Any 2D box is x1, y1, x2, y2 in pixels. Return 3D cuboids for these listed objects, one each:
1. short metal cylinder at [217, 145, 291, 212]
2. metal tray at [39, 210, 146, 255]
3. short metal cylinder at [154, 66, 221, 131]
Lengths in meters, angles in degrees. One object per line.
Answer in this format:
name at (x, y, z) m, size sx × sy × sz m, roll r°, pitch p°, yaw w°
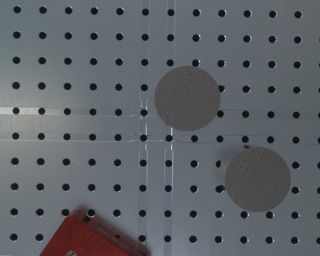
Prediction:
short metal cylinder at (0.119, 0.063, 0.402) m, size 0.081 × 0.050 × 0.079 m, roll 0°, pitch 90°, yaw 0°
metal tray at (-0.089, 0.183, 0.410) m, size 0.130 × 0.030 × 0.090 m, roll 34°, pitch 90°, yaw 0°
short metal cylinder at (0.034, -0.036, 0.401) m, size 0.081 × 0.050 × 0.079 m, roll 0°, pitch 90°, yaw 0°
